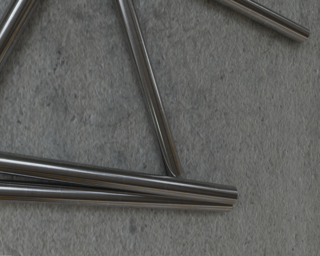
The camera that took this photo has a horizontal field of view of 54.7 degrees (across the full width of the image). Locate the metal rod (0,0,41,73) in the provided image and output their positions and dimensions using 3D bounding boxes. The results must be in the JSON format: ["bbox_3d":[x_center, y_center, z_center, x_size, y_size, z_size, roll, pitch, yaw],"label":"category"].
[{"bbox_3d":[-0.176,-0.094,0.344,0.025,0.025,0.299,27,81,-18],"label":"metal rod"}]

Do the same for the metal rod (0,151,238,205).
[{"bbox_3d":[-0.044,0.064,0.381,0.302,0.025,0.025,11,86,-16],"label":"metal rod"}]

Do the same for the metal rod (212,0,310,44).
[{"bbox_3d":[0.094,-0.189,0.444,0.302,0.025,0.025,17,84,-20],"label":"metal rod"}]

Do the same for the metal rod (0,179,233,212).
[{"bbox_3d":[-0.042,0.088,0.394,0.302,0.025,0.025,8,87,-20],"label":"metal rod"}]

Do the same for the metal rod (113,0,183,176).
[{"bbox_3d":[-0.023,-0.080,0.401,0.025,0.025,0.298,-19,97,-19],"label":"metal rod"}]
